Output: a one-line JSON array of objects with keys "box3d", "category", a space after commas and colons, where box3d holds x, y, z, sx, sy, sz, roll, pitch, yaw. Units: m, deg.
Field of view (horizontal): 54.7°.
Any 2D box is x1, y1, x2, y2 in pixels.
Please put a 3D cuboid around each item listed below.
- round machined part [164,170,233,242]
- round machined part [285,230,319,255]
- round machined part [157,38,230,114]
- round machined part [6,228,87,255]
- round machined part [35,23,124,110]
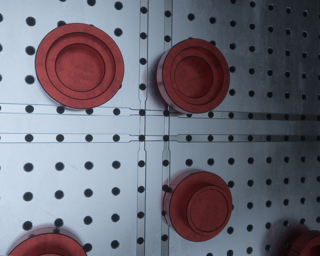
[{"box3d": [0.059, 0.109, 0.427, 0.099, 0.042, 0.097, 0, 90, -21], "category": "round machined part"}, {"box3d": [0.242, 0.212, 0.496, 0.099, 0.042, 0.097, 0, 90, -21], "category": "round machined part"}, {"box3d": [0.042, -0.067, 0.420, 0.099, 0.042, 0.097, 0, 90, -21], "category": "round machined part"}, {"box3d": [-0.131, 0.170, 0.356, 0.099, 0.042, 0.097, 0, 90, -21], "category": "round machined part"}, {"box3d": [-0.095, -0.070, 0.369, 0.099, 0.042, 0.097, 0, 90, -21], "category": "round machined part"}]
